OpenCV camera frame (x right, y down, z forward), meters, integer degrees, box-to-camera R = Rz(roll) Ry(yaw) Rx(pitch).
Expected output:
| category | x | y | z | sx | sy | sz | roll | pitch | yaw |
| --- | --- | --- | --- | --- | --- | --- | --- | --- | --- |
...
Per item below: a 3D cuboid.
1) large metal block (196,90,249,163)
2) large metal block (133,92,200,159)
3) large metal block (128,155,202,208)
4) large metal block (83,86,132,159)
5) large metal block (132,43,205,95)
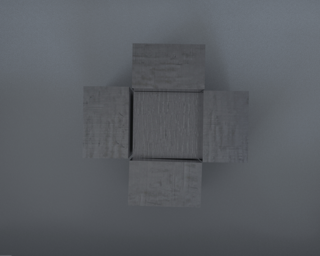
| category | x | y | z | sx | sy | sz | roll | pitch | yaw |
| --- | --- | --- | --- | --- | --- | --- | --- | --- | --- |
| large metal block | 0.073 | -0.002 | 0.383 | 0.050 | 0.080 | 0.080 | 1 | 90 | 0 |
| large metal block | 0.008 | -0.004 | 0.396 | 0.081 | 0.050 | 0.080 | 1 | 90 | 0 |
| large metal block | 0.006 | 0.062 | 0.382 | 0.081 | 0.080 | 0.050 | 2 | 90 | 0 |
| large metal block | -0.060 | -0.007 | 0.382 | 0.050 | 0.080 | 0.080 | 1 | 90 | 0 |
| large metal block | 0.010 | -0.068 | 0.382 | 0.081 | 0.080 | 0.050 | 1 | 90 | 0 |
